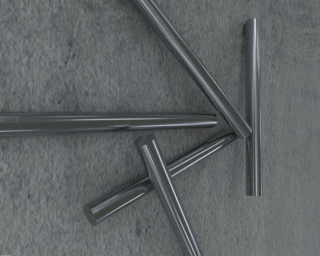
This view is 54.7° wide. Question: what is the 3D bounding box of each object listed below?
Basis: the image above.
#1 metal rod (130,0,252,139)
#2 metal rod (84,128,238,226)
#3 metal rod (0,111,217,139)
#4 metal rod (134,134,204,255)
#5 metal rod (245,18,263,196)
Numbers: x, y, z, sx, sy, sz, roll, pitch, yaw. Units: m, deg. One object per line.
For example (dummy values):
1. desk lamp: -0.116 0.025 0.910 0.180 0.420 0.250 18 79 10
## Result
1. metal rod: 0.040 -0.092 0.424 0.300 0.025 0.025 47 62 -25
2. metal rod: 0.032 0.049 0.433 0.302 0.025 0.025 -24 105 -38
3. metal rod: -0.038 -0.007 0.374 0.302 0.025 0.025 -2 92 -40
4. metal rod: 0.032 0.138 0.412 0.025 0.025 0.299 -40 121 -33
5. metal rod: 0.154 -0.040 0.510 0.025 0.025 0.299 14 73 -40
